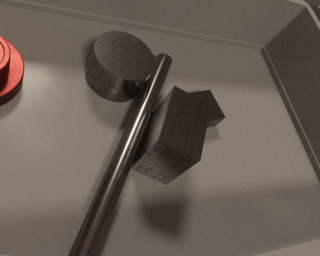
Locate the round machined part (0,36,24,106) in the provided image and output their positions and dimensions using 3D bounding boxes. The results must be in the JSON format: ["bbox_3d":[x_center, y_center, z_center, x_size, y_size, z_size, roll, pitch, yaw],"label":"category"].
[{"bbox_3d":[-0.199,-0.071,0.331,0.099,0.042,0.098,14,56,-21],"label":"round machined part"}]

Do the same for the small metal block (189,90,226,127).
[{"bbox_3d":[0.060,-0.026,0.456,0.050,0.025,0.050,-13,69,-34],"label":"small metal block"}]

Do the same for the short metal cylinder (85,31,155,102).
[{"bbox_3d":[-0.054,-0.081,0.411,0.081,0.050,0.080,14,56,-21],"label":"short metal cylinder"}]

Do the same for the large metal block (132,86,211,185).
[{"bbox_3d":[0.013,0.011,0.372,0.050,0.080,0.080,27,52,-13],"label":"large metal block"}]

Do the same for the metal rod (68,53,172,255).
[{"bbox_3d":[-0.034,0.011,0.379,0.025,0.025,0.300,28,53,-11],"label":"metal rod"}]
